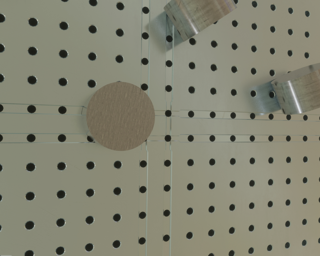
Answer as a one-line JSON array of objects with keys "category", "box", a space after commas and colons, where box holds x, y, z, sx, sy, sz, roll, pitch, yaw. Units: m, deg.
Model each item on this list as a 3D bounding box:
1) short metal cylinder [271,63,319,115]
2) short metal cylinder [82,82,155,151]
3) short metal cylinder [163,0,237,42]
[{"category": "short metal cylinder", "box": [0.215, -0.059, 0.462, 0.081, 0.080, 0.050, -27, 99, -18]}, {"category": "short metal cylinder", "box": [-0.052, -0.014, 0.380, 0.081, 0.050, 0.079, 0, 90, -20]}, {"category": "short metal cylinder", "box": [0.052, -0.156, 0.402, 0.080, 0.080, 0.050, -36, 102, -16]}]
